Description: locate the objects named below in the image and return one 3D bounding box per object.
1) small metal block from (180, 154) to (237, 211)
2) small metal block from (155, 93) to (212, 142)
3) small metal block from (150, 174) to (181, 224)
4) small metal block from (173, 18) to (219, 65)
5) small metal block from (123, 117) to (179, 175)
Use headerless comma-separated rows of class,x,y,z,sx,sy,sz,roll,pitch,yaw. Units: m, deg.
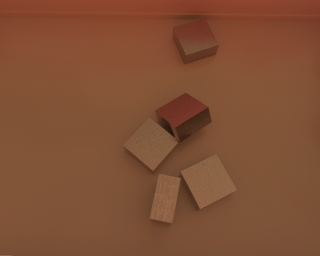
small metal block,0.059,0.068,0.385,0.050,0.025,0.050,-25,72,-9
small metal block,0.030,-0.015,0.401,0.050,0.025,0.050,-32,40,-15
small metal block,0.006,0.085,0.365,0.025,0.050,0.050,11,71,4
small metal block,0.051,-0.128,0.457,0.050,0.025,0.050,-19,71,-7
small metal block,-0.011,0.023,0.401,0.050,0.025,0.050,39,75,13
